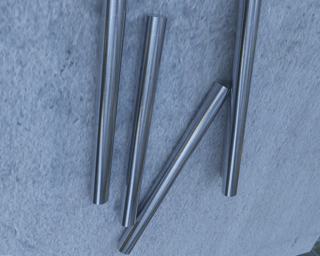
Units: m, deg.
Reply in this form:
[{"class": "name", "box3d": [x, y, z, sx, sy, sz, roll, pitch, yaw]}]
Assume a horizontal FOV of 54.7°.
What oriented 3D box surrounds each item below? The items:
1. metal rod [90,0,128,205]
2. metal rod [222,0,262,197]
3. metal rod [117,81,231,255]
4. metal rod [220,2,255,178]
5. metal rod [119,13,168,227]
[{"class": "metal rod", "box3d": [-0.060, -0.034, 0.353, 0.025, 0.025, 0.298, -5, 121, -26]}, {"class": "metal rod", "box3d": [0.107, -0.023, 0.425, 0.025, 0.025, 0.298, -16, 125, -20]}, {"class": "metal rod", "box3d": [0.015, 0.068, 0.458, 0.025, 0.025, 0.298, 19, 108, -36]}, {"class": "metal rod", "box3d": [0.111, -0.047, 0.440, 0.025, 0.025, 0.298, -15, 125, -21]}, {"class": "metal rod", "box3d": [-0.027, 0.010, 0.399, 0.025, 0.025, 0.298, -5, 121, -26]}]
